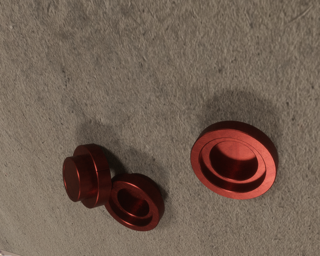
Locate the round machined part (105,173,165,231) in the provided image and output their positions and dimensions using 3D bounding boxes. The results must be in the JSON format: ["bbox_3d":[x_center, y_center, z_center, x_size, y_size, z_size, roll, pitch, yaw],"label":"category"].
[{"bbox_3d":[-0.037,0.109,0.481,0.098,0.042,0.097,13,124,20],"label":"round machined part"}]

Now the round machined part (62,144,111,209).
[{"bbox_3d":[-0.116,0.074,0.471,0.098,0.042,0.097,12,105,52],"label":"round machined part"}]

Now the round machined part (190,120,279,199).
[{"bbox_3d":[0.089,0.034,0.369,0.098,0.042,0.097,13,124,20],"label":"round machined part"}]
